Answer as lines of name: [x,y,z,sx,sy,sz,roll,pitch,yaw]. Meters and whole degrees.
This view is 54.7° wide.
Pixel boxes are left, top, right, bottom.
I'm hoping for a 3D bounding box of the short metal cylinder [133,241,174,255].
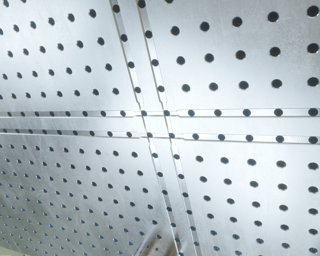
short metal cylinder: [-0.016,0.254,0.561,0.080,0.050,0.079,13,124,21]
